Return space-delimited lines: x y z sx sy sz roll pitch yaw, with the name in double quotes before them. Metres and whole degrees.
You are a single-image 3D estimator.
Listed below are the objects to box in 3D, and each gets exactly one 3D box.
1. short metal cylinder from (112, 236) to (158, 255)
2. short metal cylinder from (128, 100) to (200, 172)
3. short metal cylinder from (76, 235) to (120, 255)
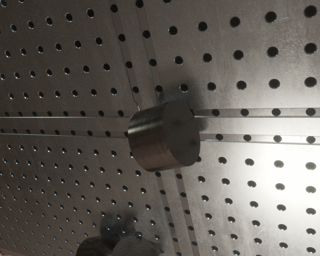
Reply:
"short metal cylinder" -0.047 0.241 0.548 0.080 0.080 0.050 24 127 13
"short metal cylinder" 0.007 0.011 0.377 0.050 0.080 0.080 -16 111 34
"short metal cylinder" -0.111 0.246 0.584 0.050 0.080 0.080 -20 108 35
